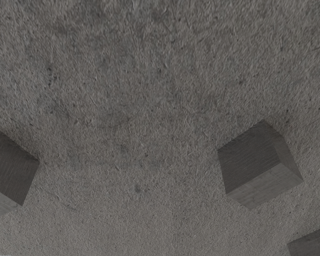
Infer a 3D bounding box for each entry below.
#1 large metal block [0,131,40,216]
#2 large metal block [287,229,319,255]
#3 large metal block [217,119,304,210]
[{"bbox_3d":[-0.222,0.061,0.421,0.050,0.080,0.080,-25,126,20],"label":"large metal block"},{"bbox_3d":[0.313,0.247,0.604,0.080,0.050,0.080,33,123,-25],"label":"large metal block"},{"bbox_3d":[0.129,0.049,0.414,0.050,0.080,0.080,35,122,-26],"label":"large metal block"}]
